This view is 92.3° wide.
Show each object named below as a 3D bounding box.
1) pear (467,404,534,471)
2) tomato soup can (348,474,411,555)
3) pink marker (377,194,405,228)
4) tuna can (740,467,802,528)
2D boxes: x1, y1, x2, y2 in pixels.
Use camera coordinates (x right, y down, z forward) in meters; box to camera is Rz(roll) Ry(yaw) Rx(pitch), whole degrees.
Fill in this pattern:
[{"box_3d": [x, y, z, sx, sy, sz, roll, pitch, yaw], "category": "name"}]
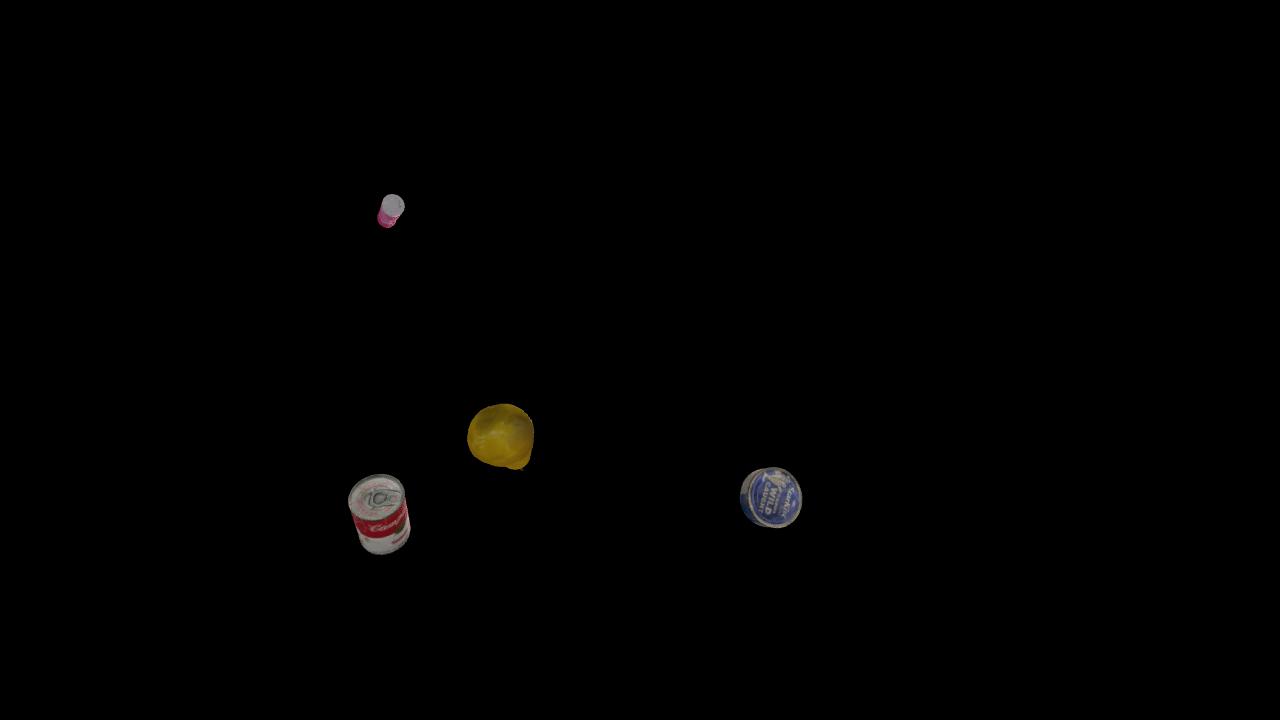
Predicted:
[{"box_3d": [-0.157, 0.107, 0.750, 0.080, 0.080, 0.111, 0, -42, 32], "category": "pear"}, {"box_3d": [-0.344, 0.207, 0.817, 0.068, 0.068, 0.101, 0, -43, -15], "category": "tomato soup can"}, {"box_3d": [-0.243, -0.143, 0.596, 0.020, 0.020, 0.121, 0, 5, -25], "category": "pink marker"}, {"box_3d": [0.185, 0.196, 0.874, 0.084, 0.084, 0.034, 0, -13, -16], "category": "tuna can"}]
